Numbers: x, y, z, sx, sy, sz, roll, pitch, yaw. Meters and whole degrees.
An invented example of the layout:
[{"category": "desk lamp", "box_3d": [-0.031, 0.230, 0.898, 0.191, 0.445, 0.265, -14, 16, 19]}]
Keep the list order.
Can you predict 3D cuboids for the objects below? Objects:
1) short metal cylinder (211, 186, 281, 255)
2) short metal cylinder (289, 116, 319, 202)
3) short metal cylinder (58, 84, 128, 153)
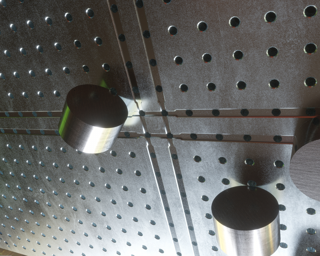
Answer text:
[{"category": "short metal cylinder", "box_3d": [0.108, 0.118, 0.391, 0.080, 0.080, 0.050, 1, 119, 27]}, {"category": "short metal cylinder", "box_3d": [0.179, 0.032, 0.320, 0.080, 0.050, 0.079, 13, 124, 20]}, {"category": "short metal cylinder", "box_3d": [-0.089, -0.013, 0.413, 0.080, 0.080, 0.050, 35, 129, 4]}]
